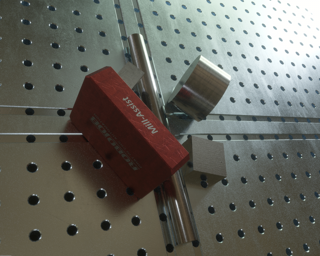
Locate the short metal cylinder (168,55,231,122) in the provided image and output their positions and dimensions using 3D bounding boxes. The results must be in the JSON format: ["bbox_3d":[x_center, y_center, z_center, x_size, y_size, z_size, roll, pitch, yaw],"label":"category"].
[{"bbox_3d":[0.055,-0.056,0.438,0.050,0.080,0.080,33,51,-7],"label":"short metal cylinder"}]

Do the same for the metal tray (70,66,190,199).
[{"bbox_3d":[-0.039,0.008,0.341,0.130,0.090,0.030,48,51,5],"label":"metal tray"}]

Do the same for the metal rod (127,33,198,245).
[{"bbox_3d":[-0.004,-0.003,0.409,0.025,0.025,0.299,0,62,-29],"label":"metal rod"}]

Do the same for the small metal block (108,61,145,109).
[{"bbox_3d":[-0.050,-0.049,0.395,0.025,0.050,0.050,36,51,-5],"label":"small metal block"}]

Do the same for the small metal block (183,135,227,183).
[{"bbox_3d":[0.059,0.043,0.417,0.050,0.025,0.050,14,56,-21],"label":"small metal block"}]
